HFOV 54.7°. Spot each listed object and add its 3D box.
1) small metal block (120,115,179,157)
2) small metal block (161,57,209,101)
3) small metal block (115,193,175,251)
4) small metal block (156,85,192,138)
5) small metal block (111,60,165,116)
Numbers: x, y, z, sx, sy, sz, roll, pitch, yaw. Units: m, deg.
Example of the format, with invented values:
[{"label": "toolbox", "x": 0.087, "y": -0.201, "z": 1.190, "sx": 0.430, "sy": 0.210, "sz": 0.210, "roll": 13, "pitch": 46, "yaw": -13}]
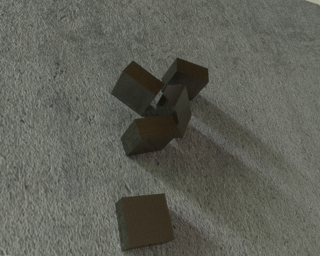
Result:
[{"label": "small metal block", "x": -0.013, "y": 0.009, "z": 0.375, "sx": 0.050, "sy": 0.050, "sz": 0.025, "roll": -8, "pitch": 66, "yaw": -31}, {"label": "small metal block", "x": 0.035, "y": -0.069, "z": 0.449, "sx": 0.050, "sy": 0.050, "sz": 0.025, "roll": 15, "pitch": 56, "yaw": -20}, {"label": "small metal block", "x": -0.017, "y": 0.100, "z": 0.333, "sx": 0.050, "sy": 0.025, "sz": 0.050, "roll": 1, "pitch": 61, "yaw": -28}, {"label": "small metal block", "x": 0.020, "y": -0.022, "z": 0.405, "sx": 0.025, "sy": 0.050, "sz": 0.050, "roll": 2, "pitch": 39, "yaw": 22}, {"label": "small metal block", "x": -0.030, "y": -0.051, "z": 0.402, "sx": 0.050, "sy": 0.050, "sz": 0.025, "roll": 37, "pitch": 51, "yaw": -4}]
